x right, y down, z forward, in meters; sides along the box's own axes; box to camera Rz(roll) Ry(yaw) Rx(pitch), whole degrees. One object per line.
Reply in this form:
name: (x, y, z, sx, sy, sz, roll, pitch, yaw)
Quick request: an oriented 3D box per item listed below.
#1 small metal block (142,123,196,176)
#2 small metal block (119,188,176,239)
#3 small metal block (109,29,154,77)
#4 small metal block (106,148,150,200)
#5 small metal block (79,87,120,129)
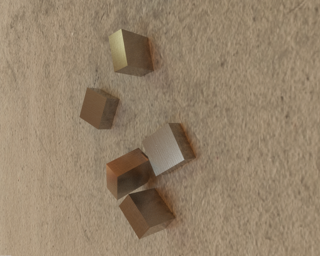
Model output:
small metal block: (0.010, 0.027, 0.395, 0.050, 0.025, 0.050, -35, 68, 34)
small metal block: (-0.016, 0.109, 0.400, 0.050, 0.050, 0.025, 51, 120, 27)
small metal block: (-0.038, -0.100, 0.418, 0.025, 0.050, 0.050, -17, 80, 38)
small metal block: (-0.042, 0.061, 0.410, 0.025, 0.050, 0.050, 42, 143, 32)
small metal block: (-0.095, -0.030, 0.480, 0.050, 0.025, 0.050, 29, 108, 36)
